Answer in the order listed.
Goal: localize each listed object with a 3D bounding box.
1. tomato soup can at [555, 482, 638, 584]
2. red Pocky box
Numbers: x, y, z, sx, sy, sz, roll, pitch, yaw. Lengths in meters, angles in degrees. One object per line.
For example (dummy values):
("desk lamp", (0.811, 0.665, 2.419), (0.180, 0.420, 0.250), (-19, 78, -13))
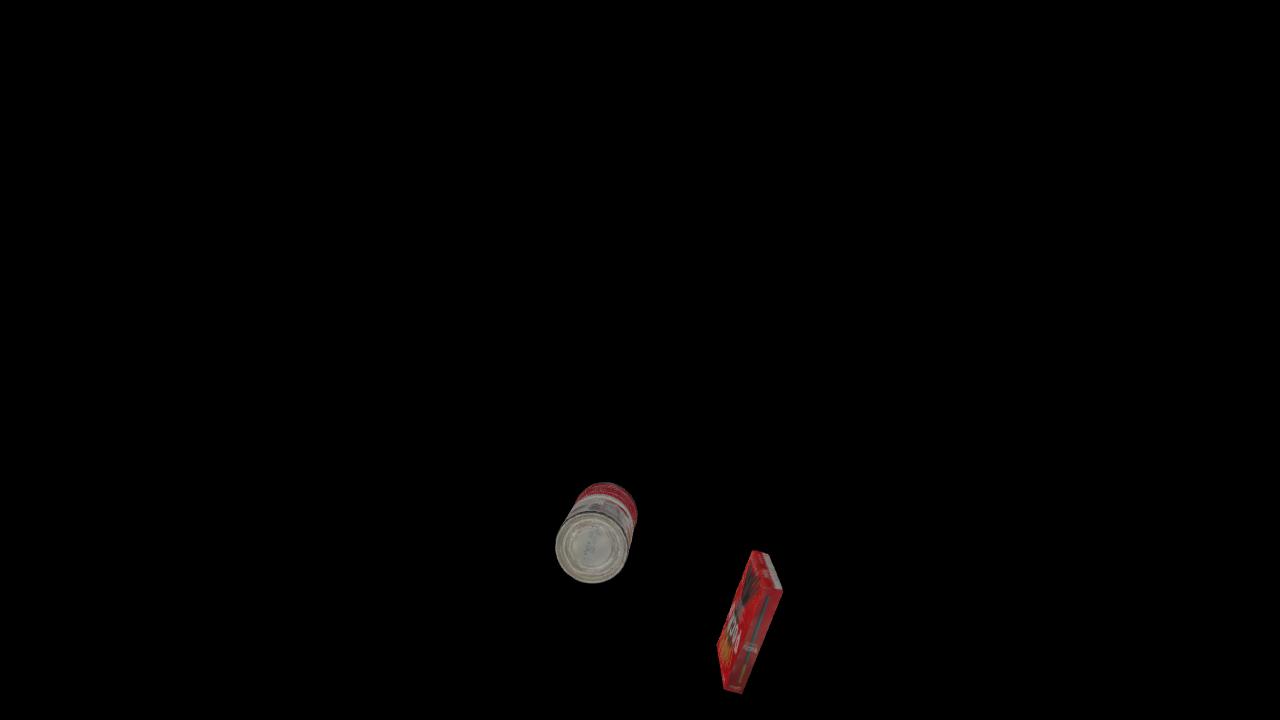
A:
("tomato soup can", (-0.039, 0.162, 0.587), (0.068, 0.068, 0.101), (0, 3, 4))
("red Pocky box", (0.136, 0.331, 0.780), (0.028, 0.155, 0.083), (16, 13, -5))
